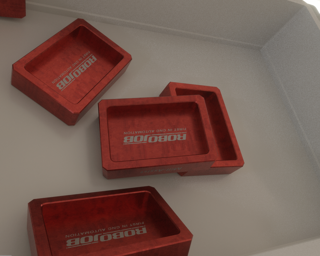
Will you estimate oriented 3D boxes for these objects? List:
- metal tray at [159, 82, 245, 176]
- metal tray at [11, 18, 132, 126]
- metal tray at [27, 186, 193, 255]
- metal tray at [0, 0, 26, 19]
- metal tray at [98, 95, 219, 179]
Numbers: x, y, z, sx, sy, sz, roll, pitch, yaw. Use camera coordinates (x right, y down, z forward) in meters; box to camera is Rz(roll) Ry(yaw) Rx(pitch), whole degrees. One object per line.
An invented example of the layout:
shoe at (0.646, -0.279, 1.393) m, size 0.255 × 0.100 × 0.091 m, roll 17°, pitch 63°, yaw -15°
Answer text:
metal tray at (0.057, 0.000, 0.434) m, size 0.091 × 0.030 × 0.130 m, roll 2°, pitch 61°, yaw -28°
metal tray at (-0.106, -0.075, 0.391) m, size 0.090 × 0.030 × 0.130 m, roll 37°, pitch 51°, yaw -4°
metal tray at (-0.048, 0.096, 0.286) m, size 0.131 × 0.030 × 0.090 m, roll -1°, pitch 23°, yaw -29°
metal tray at (-0.198, -0.183, 0.338) m, size 0.091 × 0.129 × 0.030 m, roll -2°, pitch 63°, yaw -23°
metal tray at (-0.005, 0.008, 0.370) m, size 0.131 × 0.030 × 0.090 m, roll -4°, pitch 63°, yaw -11°
